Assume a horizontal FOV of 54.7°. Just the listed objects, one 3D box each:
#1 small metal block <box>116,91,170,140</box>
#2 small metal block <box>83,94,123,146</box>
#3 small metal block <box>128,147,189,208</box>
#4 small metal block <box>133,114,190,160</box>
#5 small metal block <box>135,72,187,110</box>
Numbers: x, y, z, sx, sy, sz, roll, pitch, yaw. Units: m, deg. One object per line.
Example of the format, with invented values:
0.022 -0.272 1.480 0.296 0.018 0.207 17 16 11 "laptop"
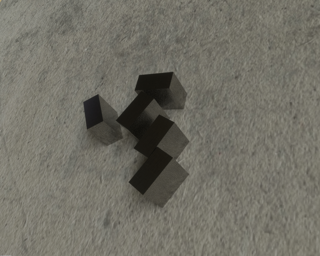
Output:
-0.021 -0.011 0.404 0.025 0.050 0.050 34 81 38 "small metal block"
-0.080 -0.011 0.435 0.025 0.050 0.050 -27 53 12 "small metal block"
0.000 0.057 0.352 0.025 0.050 0.050 33 80 38 "small metal block"
0.003 0.020 0.373 0.025 0.050 0.050 29 78 37 "small metal block"
0.002 -0.048 0.415 0.050 0.050 0.025 0 62 28 "small metal block"
